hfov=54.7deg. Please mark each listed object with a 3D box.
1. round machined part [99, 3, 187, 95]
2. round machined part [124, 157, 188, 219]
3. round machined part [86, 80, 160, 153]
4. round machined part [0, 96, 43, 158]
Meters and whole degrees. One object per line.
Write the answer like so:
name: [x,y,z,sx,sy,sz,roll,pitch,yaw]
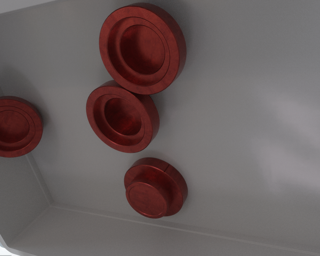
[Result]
round machined part: [-0.016,-0.090,0.350,0.098,0.042,0.097,13,124,21]
round machined part: [-0.012,0.096,0.463,0.098,0.042,0.097,13,124,21]
round machined part: [-0.045,-0.019,0.409,0.098,0.042,0.097,14,125,21]
round machined part: [-0.241,-0.005,0.500,0.099,0.042,0.097,-5,111,-14]
